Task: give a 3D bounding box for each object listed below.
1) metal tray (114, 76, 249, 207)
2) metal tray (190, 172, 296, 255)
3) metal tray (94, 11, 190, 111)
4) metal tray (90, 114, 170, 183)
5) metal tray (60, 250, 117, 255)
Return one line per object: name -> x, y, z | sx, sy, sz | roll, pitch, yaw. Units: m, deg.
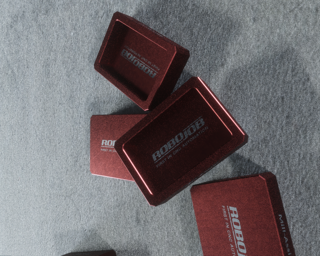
metal tray -> 0.021, 0.016, 0.354 | 0.130, 0.030, 0.090 | -40, 72, 15
metal tray -> 0.088, 0.118, 0.328 | 0.090, 0.030, 0.129 | -18, 79, 38
metal tray -> -0.030, -0.092, 0.424 | 0.130, 0.030, 0.089 | 40, 114, 32
metal tray -> -0.046, 0.026, 0.438 | 0.130, 0.030, 0.089 | 1, 91, 39
metal tray -> -0.116, 0.247, 0.494 | 0.130, 0.030, 0.090 | -21, 77, 37
